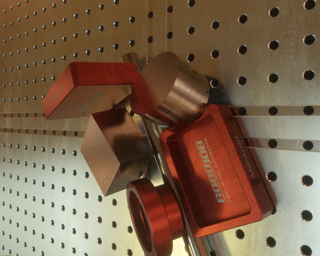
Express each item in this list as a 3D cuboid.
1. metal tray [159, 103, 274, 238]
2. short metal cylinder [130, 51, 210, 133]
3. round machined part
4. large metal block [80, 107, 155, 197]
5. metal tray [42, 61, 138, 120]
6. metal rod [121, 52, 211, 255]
[{"bbox_3d":[0.058,0.049,0.353,0.090,0.030,0.130,-31,71,35],"label":"metal tray"},{"bbox_3d":[0.010,-0.041,0.361,0.080,0.050,0.080,-31,45,36],"label":"short metal cylinder"},{"bbox_3d":[-0.005,0.107,0.379,0.098,0.042,0.097,166,90,-70],"label":"round machined part"},{"bbox_3d":[-0.060,0.031,0.414,0.080,0.050,0.079,55,140,25],"label":"large metal block"},{"bbox_3d":[-0.097,-0.048,0.423,0.130,0.091,0.030,-27,75,52],"label":"metal tray"},{"bbox_3d":[0.005,0.035,0.400,0.025,0.025,0.299,-31,71,35],"label":"metal rod"}]
